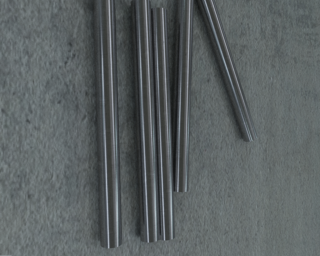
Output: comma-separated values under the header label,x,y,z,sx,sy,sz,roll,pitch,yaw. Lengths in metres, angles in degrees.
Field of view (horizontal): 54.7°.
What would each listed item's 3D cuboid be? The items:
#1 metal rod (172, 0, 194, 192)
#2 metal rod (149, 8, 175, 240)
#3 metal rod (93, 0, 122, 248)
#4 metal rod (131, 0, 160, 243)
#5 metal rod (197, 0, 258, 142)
label,x,y,z,sx,sy,sz,roll,pitch,yaw
metal rod,0.031,-0.062,0.432,0.025,0.025,0.298,3,88,-40
metal rod,0.002,-0.004,0.408,0.025,0.025,0.298,-4,93,-40
metal rod,-0.060,-0.015,0.355,0.025,0.025,0.298,-3,92,-40
metal rod,-0.018,-0.007,0.390,0.025,0.025,0.298,-4,93,-40
metal rod,0.102,-0.112,0.492,0.025,0.025,0.299,-36,113,-34
